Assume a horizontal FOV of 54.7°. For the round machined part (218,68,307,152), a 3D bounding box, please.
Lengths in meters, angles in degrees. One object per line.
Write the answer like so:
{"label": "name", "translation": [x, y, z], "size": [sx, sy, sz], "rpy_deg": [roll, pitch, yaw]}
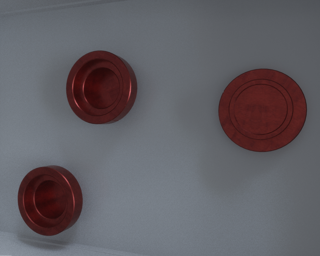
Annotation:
{"label": "round machined part", "translation": [0.117, -0.021, 0.360], "size": [0.098, 0.042, 0.097], "rpy_deg": [0, 90, 20]}

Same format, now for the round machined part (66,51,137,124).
{"label": "round machined part", "translation": [-0.076, -0.054, 0.428], "size": [0.098, 0.042, 0.097], "rpy_deg": [0, 90, 20]}

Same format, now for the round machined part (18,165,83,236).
{"label": "round machined part", "translation": [-0.155, 0.104, 0.456], "size": [0.098, 0.042, 0.097], "rpy_deg": [0, 90, 20]}
